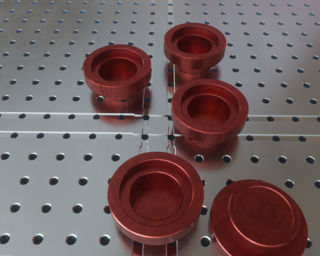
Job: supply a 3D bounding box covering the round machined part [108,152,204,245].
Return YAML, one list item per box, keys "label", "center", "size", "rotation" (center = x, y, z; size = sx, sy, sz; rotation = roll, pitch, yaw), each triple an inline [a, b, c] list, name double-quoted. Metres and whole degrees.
- label: "round machined part"
  center: [-0.004, 0.077, 0.332]
  size: [0.099, 0.042, 0.098]
  rotation: [0, 50, 0]

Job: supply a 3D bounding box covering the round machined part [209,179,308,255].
- label: "round machined part"
  center: [0.101, 0.095, 0.318]
  size: [0.099, 0.042, 0.098]
  rotation: [0, 50, 0]

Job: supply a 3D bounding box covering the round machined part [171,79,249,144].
- label: "round machined part"
  center: [0.064, -0.018, 0.412]
  size: [0.099, 0.042, 0.098]
  rotation: [0, 50, 0]

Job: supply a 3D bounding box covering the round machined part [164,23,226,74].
- label: "round machined part"
  center: [0.055, -0.126, 0.503]
  size: [0.099, 0.042, 0.098]
  rotation: [0, 50, 0]

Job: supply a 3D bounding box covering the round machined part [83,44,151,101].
- label: "round machined part"
  center: [-0.062, -0.079, 0.463]
  size: [0.099, 0.042, 0.098]
  rotation: [0, 50, 0]
